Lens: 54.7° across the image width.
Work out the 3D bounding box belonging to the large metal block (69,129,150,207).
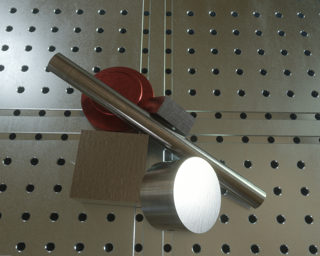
[{"bbox_3d":[-0.057,0.051,0.377,0.081,0.050,0.080,5,70,1],"label":"large metal block"}]

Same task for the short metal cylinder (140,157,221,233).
[{"bbox_3d":[0.024,0.075,0.348,0.081,0.050,0.080,15,69,-43],"label":"short metal cylinder"}]

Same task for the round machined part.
[{"bbox_3d":[-0.057,-0.041,0.417,0.099,0.042,0.098,0,70,-1],"label":"round machined part"}]

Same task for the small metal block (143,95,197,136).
[{"bbox_3d":[0.009,-0.015,0.394,0.050,0.050,0.025,38,74,-24],"label":"small metal block"}]

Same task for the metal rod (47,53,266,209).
[{"bbox_3d":[-0.002,0.004,0.376,0.301,0.025,0.025,34,73,-2],"label":"metal rod"}]
